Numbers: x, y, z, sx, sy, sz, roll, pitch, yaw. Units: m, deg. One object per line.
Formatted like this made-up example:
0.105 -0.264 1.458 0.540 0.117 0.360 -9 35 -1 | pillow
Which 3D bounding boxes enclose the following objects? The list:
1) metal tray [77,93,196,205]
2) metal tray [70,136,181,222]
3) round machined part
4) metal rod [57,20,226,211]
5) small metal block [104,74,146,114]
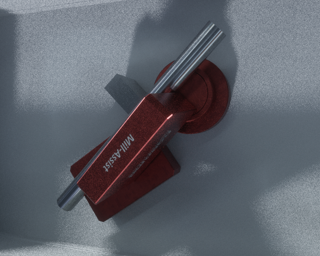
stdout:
-0.023 0.019 0.341 0.030 0.090 0.129 44 110 11 | metal tray
-0.049 0.056 0.423 0.130 0.030 0.090 -36 79 16 | metal tray
0.036 -0.041 0.386 0.098 0.042 0.097 0 90 19 | round machined part
-0.034 -0.002 0.378 0.025 0.025 0.299 47 108 14 | metal rod
-0.037 -0.042 0.408 0.025 0.050 0.050 -46 76 14 | small metal block
